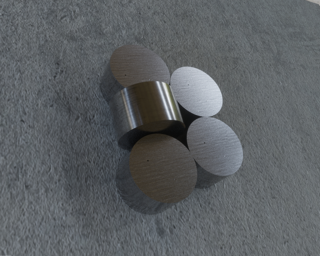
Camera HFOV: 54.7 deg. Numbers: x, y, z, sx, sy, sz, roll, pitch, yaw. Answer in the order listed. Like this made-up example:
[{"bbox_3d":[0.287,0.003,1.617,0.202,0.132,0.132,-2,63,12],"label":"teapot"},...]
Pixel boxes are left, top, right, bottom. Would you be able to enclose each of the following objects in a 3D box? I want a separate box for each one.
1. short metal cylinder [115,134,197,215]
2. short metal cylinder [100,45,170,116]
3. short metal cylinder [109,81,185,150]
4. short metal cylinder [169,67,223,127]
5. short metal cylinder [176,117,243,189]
[{"bbox_3d":[-0.005,0.053,0.354,0.081,0.050,0.080,13,57,-20],"label":"short metal cylinder"},{"bbox_3d":[-0.034,-0.062,0.409,0.081,0.050,0.080,13,57,-20],"label":"short metal cylinder"},{"bbox_3d":[-0.016,-0.012,0.369,0.081,0.080,0.050,-3,64,-30],"label":"short metal cylinder"},{"bbox_3d":[0.039,-0.038,0.433,0.081,0.050,0.080,13,57,-21],"label":"short metal cylinder"},{"bbox_3d":[0.058,0.032,0.400,0.081,0.050,0.080,13,57,-20],"label":"short metal cylinder"}]
